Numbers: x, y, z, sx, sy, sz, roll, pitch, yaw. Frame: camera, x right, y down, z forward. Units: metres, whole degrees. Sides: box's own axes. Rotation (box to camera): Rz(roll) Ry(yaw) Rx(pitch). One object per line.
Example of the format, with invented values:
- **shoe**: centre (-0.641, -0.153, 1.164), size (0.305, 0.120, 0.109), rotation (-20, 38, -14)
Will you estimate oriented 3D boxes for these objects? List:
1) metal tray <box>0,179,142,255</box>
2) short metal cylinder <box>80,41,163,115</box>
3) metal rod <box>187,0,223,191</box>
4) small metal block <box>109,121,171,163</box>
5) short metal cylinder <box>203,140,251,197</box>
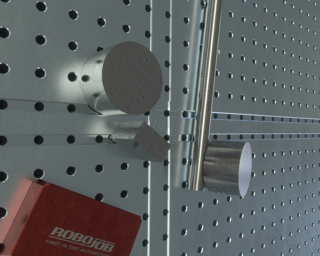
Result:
- **metal tray**: centre (-0.089, 0.119, 0.331), size (0.130, 0.030, 0.090), rotation (32, 70, -35)
- **short metal cylinder**: centre (-0.044, -0.054, 0.356), size (0.081, 0.050, 0.079), rotation (0, 90, -40)
- **metal rod**: centre (0.069, -0.058, 0.466), size (0.025, 0.025, 0.298), rotation (11, 83, -40)
- **small metal block**: centre (-0.024, 0.016, 0.373), size (0.050, 0.050, 0.025), rotation (43, 64, -32)
- **short metal cylinder**: centre (0.103, 0.059, 0.462), size (0.080, 0.050, 0.079), rotation (-13, 104, -61)
